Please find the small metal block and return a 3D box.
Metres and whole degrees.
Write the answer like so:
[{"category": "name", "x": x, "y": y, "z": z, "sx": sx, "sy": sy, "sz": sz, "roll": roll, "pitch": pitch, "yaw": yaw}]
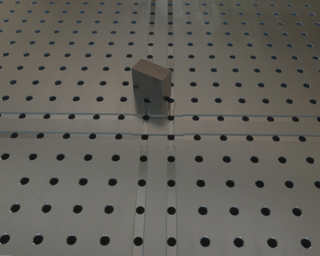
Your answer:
[{"category": "small metal block", "x": -0.012, "y": -0.065, "z": 0.446, "sx": 0.050, "sy": 0.050, "sz": 0.025, "roll": 25, "pitch": 55, "yaw": 19}]
